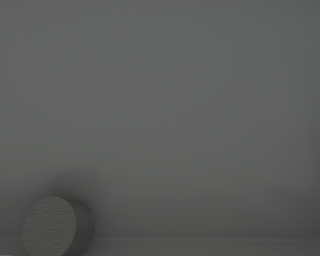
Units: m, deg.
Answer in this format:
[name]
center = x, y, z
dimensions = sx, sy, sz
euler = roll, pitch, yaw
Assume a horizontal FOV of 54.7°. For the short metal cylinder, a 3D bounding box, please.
[short metal cylinder]
center = -0.137, 0.137, 0.425
dimensions = 0.080, 0.050, 0.080
euler = -6, 70, 16
